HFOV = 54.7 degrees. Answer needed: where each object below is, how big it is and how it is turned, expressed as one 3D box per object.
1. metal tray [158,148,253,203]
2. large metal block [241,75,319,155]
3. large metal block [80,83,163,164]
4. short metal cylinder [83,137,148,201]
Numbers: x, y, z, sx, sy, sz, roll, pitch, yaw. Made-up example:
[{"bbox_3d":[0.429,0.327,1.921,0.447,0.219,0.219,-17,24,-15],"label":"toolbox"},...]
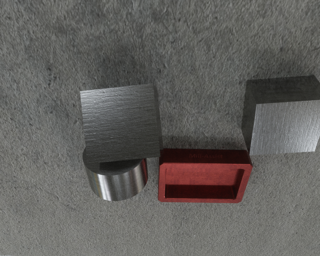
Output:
[{"bbox_3d":[0.063,0.074,0.467,0.131,0.030,0.089,1,130,-2],"label":"metal tray"},{"bbox_3d":[0.149,-0.015,0.380,0.080,0.050,0.080,-4,130,3],"label":"large metal block"},{"bbox_3d":[-0.041,-0.005,0.360,0.080,0.050,0.080,-6,90,4],"label":"large metal block"},{"bbox_3d":[-0.057,0.049,0.413,0.080,0.080,0.050,-2,130,1],"label":"short metal cylinder"}]
